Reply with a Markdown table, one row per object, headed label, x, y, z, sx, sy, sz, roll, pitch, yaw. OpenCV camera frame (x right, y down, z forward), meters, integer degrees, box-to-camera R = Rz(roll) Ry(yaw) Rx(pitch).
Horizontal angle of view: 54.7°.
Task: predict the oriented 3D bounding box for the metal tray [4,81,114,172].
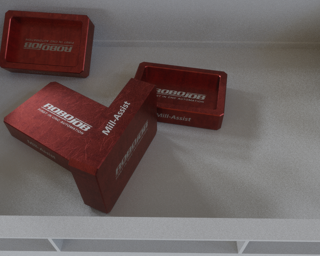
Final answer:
| label | x | y | z | sx | sy | sz | roll | pitch | yaw |
| --- | --- | --- | --- | --- | --- | --- | --- | --- | --- |
| metal tray | -0.121 | -0.003 | 0.403 | 0.130 | 0.030 | 0.090 | 26 | 55 | 20 |

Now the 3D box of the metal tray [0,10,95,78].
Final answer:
| label | x | y | z | sx | sy | sz | roll | pitch | yaw |
| --- | --- | --- | --- | --- | --- | --- | --- | --- | --- |
| metal tray | -0.173 | -0.129 | 0.477 | 0.131 | 0.030 | 0.089 | 5 | 86 | 4 |

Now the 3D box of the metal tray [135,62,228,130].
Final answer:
| label | x | y | z | sx | sy | sz | roll | pitch | yaw |
| --- | --- | --- | --- | --- | --- | --- | --- | --- | --- |
| metal tray | 0.026 | -0.048 | 0.442 | 0.131 | 0.030 | 0.090 | 8 | 50 | 7 |

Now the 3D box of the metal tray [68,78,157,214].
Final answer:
| label | x | y | z | sx | sy | sz | roll | pitch | yaw |
| --- | --- | --- | --- | --- | --- | --- | --- | --- | --- |
| metal tray | -0.044 | 0.018 | 0.347 | 0.030 | 0.090 | 0.130 | 19 | 53 | 15 |
